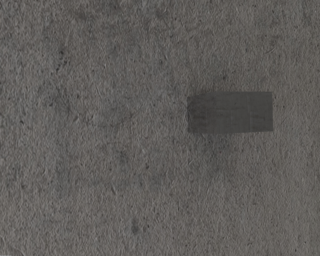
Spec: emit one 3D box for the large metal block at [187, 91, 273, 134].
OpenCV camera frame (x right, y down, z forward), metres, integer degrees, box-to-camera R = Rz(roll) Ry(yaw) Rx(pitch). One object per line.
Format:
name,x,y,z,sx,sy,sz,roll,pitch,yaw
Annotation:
large metal block,0.090,-0.020,0.413,0.081,0.080,0.050,-2,91,-20
